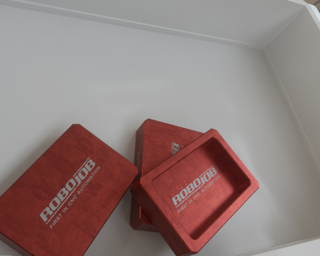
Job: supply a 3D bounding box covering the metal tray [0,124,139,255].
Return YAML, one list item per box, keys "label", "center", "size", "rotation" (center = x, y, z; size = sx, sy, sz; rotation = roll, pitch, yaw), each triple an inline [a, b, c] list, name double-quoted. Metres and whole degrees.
- label: "metal tray"
  center: [-0.092, 0.067, 0.313]
  size: [0.090, 0.030, 0.130]
  rotation: [38, 51, -3]

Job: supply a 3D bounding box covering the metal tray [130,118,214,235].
- label: "metal tray"
  center: [0.015, 0.059, 0.376]
  size: [0.091, 0.030, 0.130]
  rotation: [15, 56, -21]

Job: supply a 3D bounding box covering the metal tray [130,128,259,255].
- label: "metal tray"
  center: [0.043, 0.066, 0.347]
  size: [0.131, 0.030, 0.090]
  rotation: [-30, 79, -38]
